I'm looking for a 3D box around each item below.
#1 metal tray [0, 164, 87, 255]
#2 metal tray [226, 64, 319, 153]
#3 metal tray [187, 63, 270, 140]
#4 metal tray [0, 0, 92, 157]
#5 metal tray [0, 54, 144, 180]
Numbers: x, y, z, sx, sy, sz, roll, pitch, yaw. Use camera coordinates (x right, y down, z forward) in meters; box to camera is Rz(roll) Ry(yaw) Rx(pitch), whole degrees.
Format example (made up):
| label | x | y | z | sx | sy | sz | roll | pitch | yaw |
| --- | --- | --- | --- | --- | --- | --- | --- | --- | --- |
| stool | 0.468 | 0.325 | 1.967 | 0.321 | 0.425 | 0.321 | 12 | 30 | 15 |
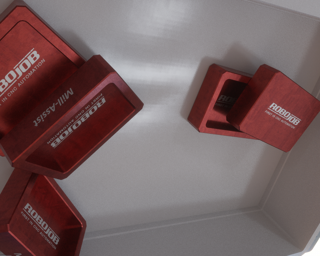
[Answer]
| label | x | y | z | sx | sy | sz | roll | pitch | yaw |
| --- | --- | --- | --- | --- | --- | --- | --- | --- | --- |
| metal tray | -0.135 | 0.115 | 0.360 | 0.030 | 0.090 | 0.129 | -12 | 128 | 12 |
| metal tray | 0.166 | -0.023 | 0.442 | 0.131 | 0.030 | 0.090 | 21 | 107 | -36 |
| metal tray | 0.113 | -0.033 | 0.446 | 0.131 | 0.030 | 0.089 | 7 | 115 | -32 |
| metal tray | -0.143 | -0.043 | 0.300 | 0.130 | 0.030 | 0.090 | -44 | 129 | 2 |
| metal tray | -0.086 | -0.005 | 0.328 | 0.130 | 0.030 | 0.090 | -43 | 156 | -1 |
